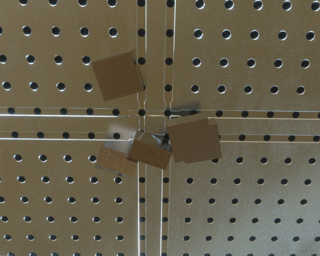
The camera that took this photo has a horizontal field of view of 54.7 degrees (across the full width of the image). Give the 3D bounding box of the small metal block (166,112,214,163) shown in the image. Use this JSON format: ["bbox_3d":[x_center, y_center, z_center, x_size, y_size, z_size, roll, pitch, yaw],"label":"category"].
[{"bbox_3d":[0.038,0.012,0.392,0.050,0.025,0.050,-12,110,3],"label":"small metal block"}]

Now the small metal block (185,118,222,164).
[{"bbox_3d":[0.054,0.017,0.421,0.050,0.025,0.050,-10,110,3],"label":"small metal block"}]

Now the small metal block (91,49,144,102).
[{"bbox_3d":[-0.052,-0.066,0.388,0.050,0.025,0.050,-15,110,5],"label":"small metal block"}]

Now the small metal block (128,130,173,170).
[{"bbox_3d":[-0.012,0.028,0.408,0.050,0.050,0.025,20,102,-5],"label":"small metal block"}]

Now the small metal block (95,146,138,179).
[{"bbox_3d":[-0.059,0.047,0.414,0.050,0.050,0.025,19,74,-8],"label":"small metal block"}]
